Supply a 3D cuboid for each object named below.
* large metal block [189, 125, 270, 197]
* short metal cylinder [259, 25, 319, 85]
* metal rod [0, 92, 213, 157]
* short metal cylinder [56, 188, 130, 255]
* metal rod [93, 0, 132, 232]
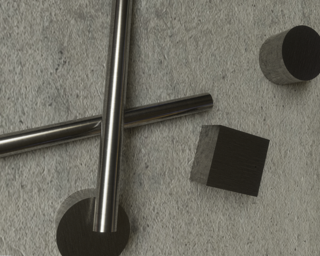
[{"bbox_3d":[0.096,0.044,0.431,0.081,0.050,0.080,16,85,-20],"label":"large metal block"},{"bbox_3d":[0.199,-0.108,0.469,0.081,0.050,0.079,0,90,-20],"label":"short metal cylinder"},{"bbox_3d":[-0.071,-0.005,0.382,0.302,0.025,0.025,-13,95,-20],"label":"metal rod"},{"bbox_3d":[-0.081,0.116,0.366,0.081,0.050,0.079,0,90,-20],"label":"short metal cylinder"},{"bbox_3d":[-0.052,-0.037,0.360,0.025,0.025,0.299,7,77,-20],"label":"metal rod"}]
